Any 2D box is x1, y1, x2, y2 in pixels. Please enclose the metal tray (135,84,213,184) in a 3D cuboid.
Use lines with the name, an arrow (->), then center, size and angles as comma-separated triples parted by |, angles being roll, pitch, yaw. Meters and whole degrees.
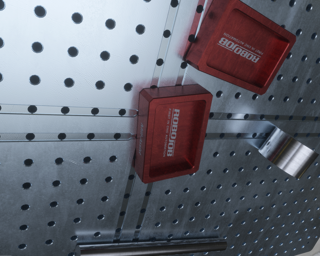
metal tray -> 0.016, 0.009, 0.422 | 0.091, 0.030, 0.129 | -8, 122, -24

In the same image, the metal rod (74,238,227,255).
metal rod -> 0.002, 0.211, 0.542 | 0.302, 0.025, 0.025 | 11, 113, -33

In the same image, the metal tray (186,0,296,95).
metal tray -> 0.108, -0.103, 0.403 | 0.131, 0.030, 0.089 | 13, 111, -34

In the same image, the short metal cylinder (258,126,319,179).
short metal cylinder -> 0.214, 0.040, 0.518 | 0.080, 0.080, 0.050 | 23, 106, -37
